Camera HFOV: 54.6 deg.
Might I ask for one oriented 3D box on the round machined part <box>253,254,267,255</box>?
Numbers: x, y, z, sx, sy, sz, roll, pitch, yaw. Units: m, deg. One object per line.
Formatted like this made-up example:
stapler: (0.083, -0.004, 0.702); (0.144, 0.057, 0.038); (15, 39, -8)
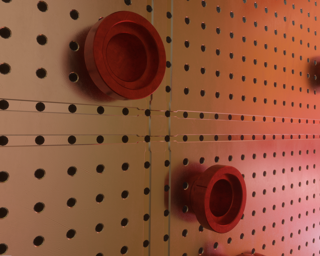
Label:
round machined part: (0.189, 0.282, 0.555); (0.099, 0.042, 0.097); (0, 90, -40)

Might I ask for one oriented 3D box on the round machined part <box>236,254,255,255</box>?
round machined part: (0.133, 0.252, 0.496); (0.099, 0.042, 0.098); (3, 82, -22)

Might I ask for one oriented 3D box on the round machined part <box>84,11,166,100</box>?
round machined part: (-0.043, -0.081, 0.361); (0.099, 0.042, 0.097); (0, 90, -40)

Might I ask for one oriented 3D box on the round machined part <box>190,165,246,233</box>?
round machined part: (0.084, 0.104, 0.467); (0.099, 0.042, 0.097); (0, 90, -40)
